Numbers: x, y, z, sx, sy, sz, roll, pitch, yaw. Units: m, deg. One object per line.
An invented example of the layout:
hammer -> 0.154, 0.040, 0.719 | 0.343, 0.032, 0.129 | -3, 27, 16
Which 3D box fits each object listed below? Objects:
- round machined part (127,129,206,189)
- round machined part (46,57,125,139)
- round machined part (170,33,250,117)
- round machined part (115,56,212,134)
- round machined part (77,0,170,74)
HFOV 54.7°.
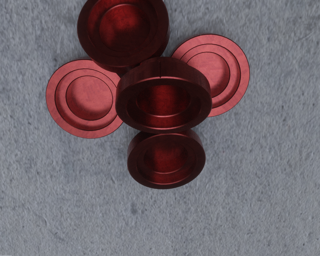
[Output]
round machined part -> 0.007, 0.032, 0.403 | 0.099, 0.042, 0.097 | -3, 128, -4
round machined part -> -0.085, -0.039, 0.385 | 0.099, 0.042, 0.097 | 0, 110, -1
round machined part -> 0.055, -0.066, 0.377 | 0.099, 0.042, 0.097 | 0, 110, -1
round machined part -> 0.004, -0.037, 0.326 | 0.099, 0.042, 0.098 | -1, 148, 0
round machined part -> -0.038, -0.107, 0.346 | 0.099, 0.042, 0.097 | -1, 79, 6
